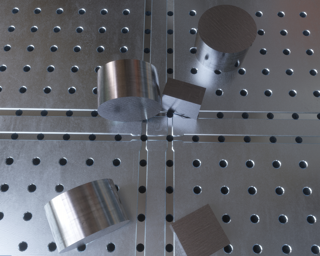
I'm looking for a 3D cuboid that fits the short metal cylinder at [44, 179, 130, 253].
[{"bbox_3d":[-0.081,0.097,0.346,0.080,0.080,0.050,-24,72,-8],"label":"short metal cylinder"}]

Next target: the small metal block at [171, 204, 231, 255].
[{"bbox_3d":[0.046,0.125,0.366,0.050,0.025,0.050,-26,72,-9],"label":"small metal block"}]

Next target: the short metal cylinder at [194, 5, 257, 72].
[{"bbox_3d":[0.092,-0.128,0.446,0.081,0.050,0.080,0,70,0],"label":"short metal cylinder"}]

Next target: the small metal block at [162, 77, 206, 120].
[{"bbox_3d":[0.031,-0.038,0.412,0.050,0.050,0.025,17,71,6],"label":"small metal block"}]

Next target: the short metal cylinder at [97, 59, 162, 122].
[{"bbox_3d":[-0.040,-0.046,0.399,0.081,0.080,0.050,-5,70,-2],"label":"short metal cylinder"}]
